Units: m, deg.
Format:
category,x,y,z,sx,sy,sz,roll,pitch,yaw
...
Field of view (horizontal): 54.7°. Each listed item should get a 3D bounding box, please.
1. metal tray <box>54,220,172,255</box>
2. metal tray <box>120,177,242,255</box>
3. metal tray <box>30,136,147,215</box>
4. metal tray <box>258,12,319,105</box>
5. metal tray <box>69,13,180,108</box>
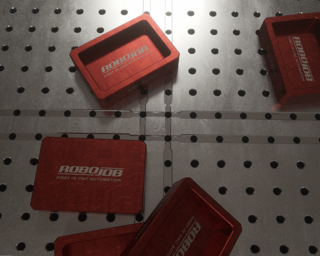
category,x,y,z,sx,sy,sz,roll,pitch,yaw
metal tray,-0.048,0.159,0.350,0.131,0.030,0.090,-9,70,-4
metal tray,0.022,0.129,0.331,0.090,0.030,0.131,43,57,-2
metal tray,-0.084,0.060,0.386,0.131,0.030,0.090,2,70,0
metal tray,0.205,-0.102,0.448,0.091,0.030,0.129,-7,70,-3
metal tray,-0.049,-0.098,0.444,0.131,0.030,0.090,-31,73,-11
